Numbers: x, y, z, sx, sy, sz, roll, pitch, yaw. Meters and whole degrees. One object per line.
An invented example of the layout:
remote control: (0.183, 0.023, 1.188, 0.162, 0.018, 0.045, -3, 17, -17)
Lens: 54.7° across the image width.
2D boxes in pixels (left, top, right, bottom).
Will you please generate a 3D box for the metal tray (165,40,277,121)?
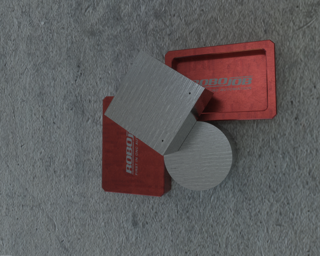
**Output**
metal tray: (0.073, -0.054, 0.381, 0.130, 0.030, 0.089, -2, 89, 19)

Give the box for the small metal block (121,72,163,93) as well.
small metal block: (-0.017, -0.055, 0.403, 0.050, 0.050, 0.025, 1, 91, 20)

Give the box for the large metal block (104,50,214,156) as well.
large metal block: (0.000, -0.027, 0.342, 0.080, 0.050, 0.080, 34, 101, 16)

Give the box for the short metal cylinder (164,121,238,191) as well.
short metal cylinder: (0.051, 0.032, 0.378, 0.080, 0.050, 0.080, 0, 90, 20)

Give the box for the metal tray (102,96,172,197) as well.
metal tray: (-0.031, 0.022, 0.419, 0.090, 0.030, 0.129, 1, 90, 20)
